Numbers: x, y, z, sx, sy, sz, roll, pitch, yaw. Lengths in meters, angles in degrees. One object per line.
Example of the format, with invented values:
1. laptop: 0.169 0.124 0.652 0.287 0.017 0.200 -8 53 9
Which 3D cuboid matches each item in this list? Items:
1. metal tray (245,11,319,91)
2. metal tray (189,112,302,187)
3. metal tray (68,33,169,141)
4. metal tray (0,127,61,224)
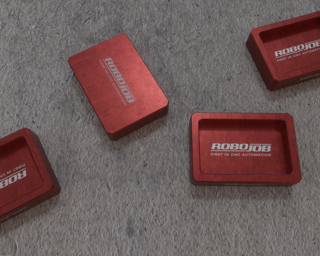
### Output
1. metal tray: 0.203 -0.114 0.448 0.131 0.030 0.090 -16 71 -6
2. metal tray: 0.104 0.027 0.395 0.131 0.030 0.090 1 70 0
3. metal tray: -0.057 -0.058 0.426 0.090 0.030 0.130 -28 73 -10
4. metal tray: -0.202 0.068 0.378 0.131 0.030 0.090 -27 72 -10
